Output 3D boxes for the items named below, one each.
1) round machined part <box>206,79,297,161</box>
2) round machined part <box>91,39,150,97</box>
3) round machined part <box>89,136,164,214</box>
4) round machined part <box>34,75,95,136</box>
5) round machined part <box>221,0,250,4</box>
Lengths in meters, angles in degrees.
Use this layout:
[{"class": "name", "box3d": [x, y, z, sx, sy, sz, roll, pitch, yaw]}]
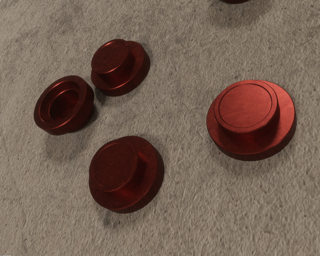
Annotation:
[{"class": "round machined part", "box3d": [0.099, -0.015, 0.350, 0.098, 0.042, 0.098, -13, 56, 20]}, {"class": "round machined part", "box3d": [-0.068, -0.101, 0.489, 0.098, 0.042, 0.098, -13, 56, 20]}, {"class": "round machined part", "box3d": [-0.048, 0.052, 0.385, 0.098, 0.042, 0.098, -13, 56, 20]}, {"class": "round machined part", "box3d": [-0.144, -0.031, 0.485, 0.098, 0.042, 0.098, -13, 56, 20]}, {"class": "round machined part", "box3d": [0.120, -0.229, 0.470, 0.098, 0.042, 0.098, -13, 56, 20]}]
